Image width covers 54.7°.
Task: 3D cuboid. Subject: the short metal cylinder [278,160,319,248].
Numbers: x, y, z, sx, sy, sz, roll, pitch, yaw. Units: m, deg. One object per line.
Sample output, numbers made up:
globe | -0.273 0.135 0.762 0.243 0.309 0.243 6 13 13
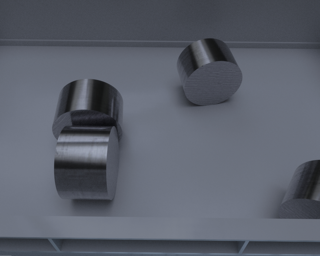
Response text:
short metal cylinder | 0.166 0.077 0.305 0.080 0.080 0.050 26 55 20

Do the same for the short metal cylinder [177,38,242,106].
short metal cylinder | 0.068 -0.077 0.435 0.081 0.080 0.050 -8 51 -6

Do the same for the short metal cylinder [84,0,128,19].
short metal cylinder | -0.101 -0.258 0.588 0.081 0.080 0.050 -1 50 -1

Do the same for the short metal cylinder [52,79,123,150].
short metal cylinder | -0.086 -0.014 0.380 0.081 0.080 0.050 -3 50 -2

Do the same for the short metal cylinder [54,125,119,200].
short metal cylinder | -0.076 0.037 0.337 0.050 0.080 0.080 1 50 1
